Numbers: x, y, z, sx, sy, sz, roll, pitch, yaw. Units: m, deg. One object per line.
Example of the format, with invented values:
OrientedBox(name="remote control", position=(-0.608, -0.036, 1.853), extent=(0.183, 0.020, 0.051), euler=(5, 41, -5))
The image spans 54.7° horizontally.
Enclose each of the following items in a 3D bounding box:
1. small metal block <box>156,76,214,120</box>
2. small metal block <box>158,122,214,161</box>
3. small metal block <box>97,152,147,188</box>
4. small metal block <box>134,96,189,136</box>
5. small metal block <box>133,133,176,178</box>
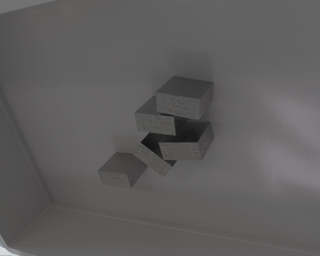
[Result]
OrientedBox(name="small metal block", position=(0.029, -0.036, 0.355), extent=(0.050, 0.050, 0.025), euler=(12, 124, 21))
OrientedBox(name="small metal block", position=(0.034, 0.016, 0.384), extent=(0.050, 0.050, 0.025), euler=(-2, 118, 29))
OrientedBox(name="small metal block", position=(-0.055, 0.061, 0.459), extent=(0.050, 0.050, 0.025), euler=(1, 119, 28))
OrientedBox(name="small metal block", position=(0.005, -0.016, 0.380), extent=(0.050, 0.050, 0.025), euler=(7, 121, 25))
OrientedBox(name="small metal block", position=(0.001, 0.029, 0.410), extent=(0.050, 0.050, 0.025), euler=(37, 129, 3))
